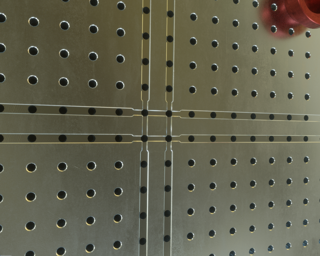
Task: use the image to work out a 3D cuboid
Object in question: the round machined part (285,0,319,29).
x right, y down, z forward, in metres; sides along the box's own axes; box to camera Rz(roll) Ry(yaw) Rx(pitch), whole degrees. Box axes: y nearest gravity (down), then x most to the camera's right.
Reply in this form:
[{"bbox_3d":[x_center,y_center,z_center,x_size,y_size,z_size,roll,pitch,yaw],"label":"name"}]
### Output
[{"bbox_3d":[0.239,-0.206,0.491,0.099,0.042,0.097,0,90,-20],"label":"round machined part"}]
